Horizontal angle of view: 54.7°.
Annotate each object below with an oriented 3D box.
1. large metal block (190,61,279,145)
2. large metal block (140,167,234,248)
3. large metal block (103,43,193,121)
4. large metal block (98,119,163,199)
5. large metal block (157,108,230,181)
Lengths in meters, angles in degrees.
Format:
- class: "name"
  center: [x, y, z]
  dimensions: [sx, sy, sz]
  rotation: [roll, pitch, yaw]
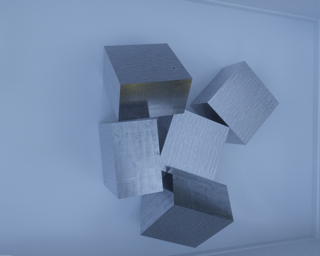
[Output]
- class: "large metal block"
  center: [0.105, -0.034, 0.436]
  dimensions: [0.080, 0.050, 0.080]
  rotation: [46, 76, -15]
- class: "large metal block"
  center: [0.030, 0.102, 0.386]
  dimensions: [0.080, 0.080, 0.050]
  rotation: [21, 41, -21]
- class: "large metal block"
  center: [-0.019, -0.057, 0.367]
  dimensions: [0.081, 0.080, 0.050]
  rotation: [-8, 135, -19]
- class: "large metal block"
  center: [-0.038, 0.032, 0.367]
  dimensions: [0.050, 0.080, 0.079]
  rotation: [-6, 92, -20]
- class: "large metal block"
  center: [0.035, 0.024, 0.411]
  dimensions: [0.080, 0.050, 0.080]
  rotation: [20, 83, -19]
